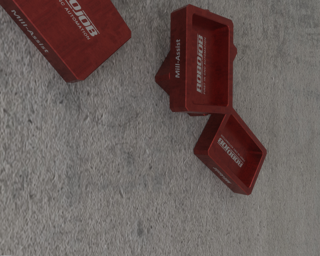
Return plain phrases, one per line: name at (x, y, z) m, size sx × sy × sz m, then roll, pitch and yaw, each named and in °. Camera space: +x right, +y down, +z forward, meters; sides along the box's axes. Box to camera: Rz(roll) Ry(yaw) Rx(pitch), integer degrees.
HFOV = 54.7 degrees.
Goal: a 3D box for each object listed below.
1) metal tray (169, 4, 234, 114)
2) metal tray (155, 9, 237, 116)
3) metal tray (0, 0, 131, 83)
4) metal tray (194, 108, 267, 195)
metal tray at (0.057, -0.084, 0.408) m, size 0.091 × 0.030 × 0.129 m, roll 1°, pitch 89°, yaw -40°
metal tray at (0.057, -0.093, 0.448) m, size 0.090 × 0.030 × 0.130 m, roll 42°, pitch 65°, yaw -32°
metal tray at (-0.099, -0.123, 0.318) m, size 0.090 × 0.030 × 0.130 m, roll -51°, pitch 120°, yaw -28°
metal tray at (0.118, 0.038, 0.499) m, size 0.130 × 0.030 × 0.090 m, roll 44°, pitch 64°, yaw -31°
